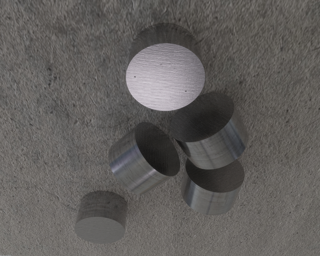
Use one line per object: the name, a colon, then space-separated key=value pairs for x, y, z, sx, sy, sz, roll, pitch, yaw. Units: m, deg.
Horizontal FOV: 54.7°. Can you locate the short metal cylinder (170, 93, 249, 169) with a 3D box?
short metal cylinder: x=0.059 y=0.003 z=0.374 sx=0.080 sy=0.080 sz=0.050 roll=-22 pitch=127 yaw=18

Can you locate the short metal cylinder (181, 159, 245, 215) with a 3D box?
short metal cylinder: x=0.072 y=0.074 z=0.435 sx=0.081 sy=0.080 sz=0.050 roll=4 pitch=130 yaw=-3

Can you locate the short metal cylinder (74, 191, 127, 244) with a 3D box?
short metal cylinder: x=-0.097 y=0.150 z=0.517 sx=0.081 sy=0.050 sz=0.079 roll=0 pitch=130 yaw=0

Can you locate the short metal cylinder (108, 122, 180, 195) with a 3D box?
short metal cylinder: x=-0.019 y=0.039 z=0.404 sx=0.080 sy=0.080 sz=0.050 roll=37 pitch=121 yaw=-27

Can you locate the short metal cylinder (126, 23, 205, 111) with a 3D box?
short metal cylinder: x=0.006 y=-0.065 z=0.335 sx=0.081 sy=0.050 sz=0.079 roll=0 pitch=130 yaw=0
